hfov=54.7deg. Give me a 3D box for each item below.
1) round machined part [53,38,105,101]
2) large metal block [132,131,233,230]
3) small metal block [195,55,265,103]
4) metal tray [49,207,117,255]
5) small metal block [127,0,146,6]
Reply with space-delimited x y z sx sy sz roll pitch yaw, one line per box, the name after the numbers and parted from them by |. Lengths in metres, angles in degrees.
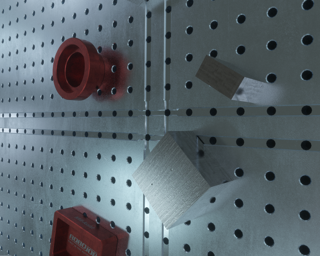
-0.128 -0.093 0.501 0.098 0.042 0.097 0 90 39 | round machined part
0.024 0.060 0.371 0.080 0.050 0.080 -52 60 27 | large metal block
0.075 -0.052 0.330 0.050 0.050 0.025 40 115 32 | small metal block
-0.130 0.197 0.510 0.130 0.030 0.089 15 100 38 | metal tray
-0.026 -0.208 0.429 0.050 0.025 0.050 -23 75 37 | small metal block
